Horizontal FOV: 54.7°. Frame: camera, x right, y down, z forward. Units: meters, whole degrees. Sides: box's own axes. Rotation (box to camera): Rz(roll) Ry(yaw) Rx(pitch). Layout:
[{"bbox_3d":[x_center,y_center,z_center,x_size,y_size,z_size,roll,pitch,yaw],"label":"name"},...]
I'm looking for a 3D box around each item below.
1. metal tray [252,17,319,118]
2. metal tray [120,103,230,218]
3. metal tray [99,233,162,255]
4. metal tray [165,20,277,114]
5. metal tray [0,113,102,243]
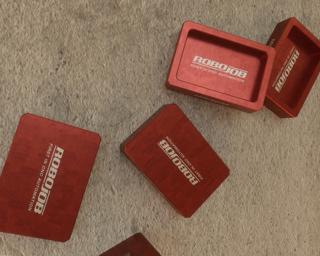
[{"bbox_3d":[0.197,-0.091,0.478,0.090,0.030,0.130,34,79,-17],"label":"metal tray"},{"bbox_3d":[0.022,0.043,0.414,0.090,0.030,0.130,-44,104,-15],"label":"metal tray"},{"bbox_3d":[-0.061,0.178,0.352,0.131,0.090,0.030,-26,99,-18],"label":"metal tray"},{"bbox_3d":[0.081,-0.080,0.418,0.131,0.030,0.090,16,84,-5],"label":"metal tray"},{"bbox_3d":[-0.131,0.057,0.358,0.091,0.030,0.129,18,84,-19],"label":"metal tray"}]
